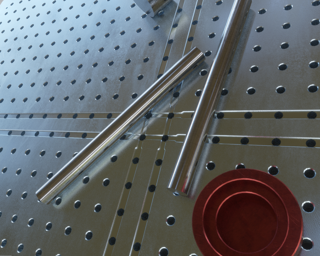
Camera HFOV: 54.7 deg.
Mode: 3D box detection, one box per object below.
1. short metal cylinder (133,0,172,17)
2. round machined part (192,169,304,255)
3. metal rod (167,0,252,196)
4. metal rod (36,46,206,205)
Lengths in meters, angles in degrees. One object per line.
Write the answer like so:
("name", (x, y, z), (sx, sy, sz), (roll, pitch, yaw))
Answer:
("short metal cylinder", (-0.019, -0.239, 0.528), (0.050, 0.080, 0.080), (-43, 51, -1))
("round machined part", (0.084, 0.092, 0.296), (0.098, 0.042, 0.098), (-13, 56, 20))
("metal rod", (0.071, -0.058, 0.405), (0.025, 0.025, 0.300), (9, 66, 31))
("metal rod", (-0.054, -0.005, 0.437), (0.300, 0.025, 0.025), (-43, 51, -2))
